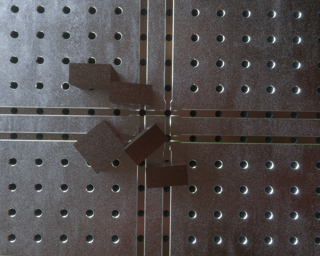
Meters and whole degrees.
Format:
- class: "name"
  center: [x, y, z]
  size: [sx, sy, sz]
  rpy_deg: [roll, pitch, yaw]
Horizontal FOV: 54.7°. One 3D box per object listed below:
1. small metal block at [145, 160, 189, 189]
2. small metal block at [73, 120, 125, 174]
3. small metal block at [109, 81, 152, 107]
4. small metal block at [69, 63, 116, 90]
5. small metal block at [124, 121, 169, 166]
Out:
- class: "small metal block"
  center: [0.008, 0.059, 0.401]
  size: [0.050, 0.050, 0.025]
  rpy_deg: [-5, 90, -1]
- class: "small metal block"
  center: [-0.077, 0.025, 0.412]
  size: [0.050, 0.025, 0.050]
  rpy_deg: [-39, 90, 0]
- class: "small metal block"
  center: [-0.036, -0.042, 0.400]
  size: [0.050, 0.050, 0.025]
  rpy_deg: [5, 90, -1]
- class: "small metal block"
  center: [-0.085, -0.066, 0.400]
  size: [0.050, 0.050, 0.025]
  rpy_deg: [2, 90, 0]
- class: "small metal block"
  center: [-0.018, 0.018, 0.400]
  size: [0.050, 0.050, 0.025]
  rpy_deg: [-41, 96, -1]
